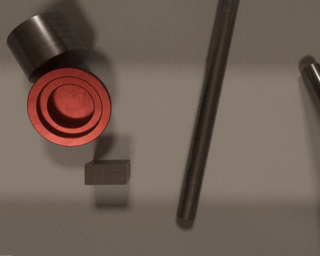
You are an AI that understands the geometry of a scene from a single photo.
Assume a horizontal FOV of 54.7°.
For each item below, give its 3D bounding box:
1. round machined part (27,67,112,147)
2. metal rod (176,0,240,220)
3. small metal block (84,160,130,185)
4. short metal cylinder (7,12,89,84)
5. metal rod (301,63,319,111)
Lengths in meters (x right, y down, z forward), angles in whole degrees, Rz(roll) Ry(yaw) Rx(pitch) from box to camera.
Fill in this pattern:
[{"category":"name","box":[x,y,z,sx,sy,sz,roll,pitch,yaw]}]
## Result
[{"category":"round machined part","box":[-0.111,-0.029,0.393,0.099,0.042,0.097,-2,104,-8]},{"category":"metal rod","box":[0.064,-0.028,0.412,0.025,0.025,0.298,12,90,-1]},{"category":"small metal block","box":[-0.066,0.056,0.398,0.050,0.050,0.025,-1,90,-1]},{"category":"short metal cylinder","box":[-0.137,-0.097,0.382,0.080,0.080,0.050,-31,90,0]},{"category":"metal rod","box":[0.235,0.053,0.355,0.025,0.025,0.299,-14,66,0]}]
